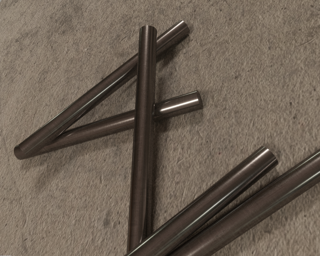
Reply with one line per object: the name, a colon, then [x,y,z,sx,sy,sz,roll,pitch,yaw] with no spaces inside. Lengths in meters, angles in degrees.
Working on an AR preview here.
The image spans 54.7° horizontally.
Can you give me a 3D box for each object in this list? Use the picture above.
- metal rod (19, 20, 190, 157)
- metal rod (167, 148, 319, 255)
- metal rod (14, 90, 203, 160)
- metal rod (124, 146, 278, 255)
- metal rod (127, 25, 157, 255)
metal rod: [-0.077,-0.062,0.461,0.301,0.025,0.025,-39,51,-7]
metal rod: [0.075,0.093,0.306,0.300,0.025,0.025,-36,51,4]
metal rod: [-0.086,0.001,0.446,0.301,0.025,0.025,-15,56,19]
metal rod: [-0.004,0.119,0.308,0.301,0.025,0.025,-37,51,-7]
metal rod: [-0.020,0.001,0.385,0.025,0.025,0.299,-8,66,23]
